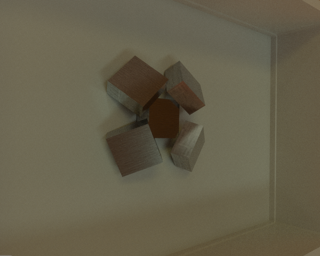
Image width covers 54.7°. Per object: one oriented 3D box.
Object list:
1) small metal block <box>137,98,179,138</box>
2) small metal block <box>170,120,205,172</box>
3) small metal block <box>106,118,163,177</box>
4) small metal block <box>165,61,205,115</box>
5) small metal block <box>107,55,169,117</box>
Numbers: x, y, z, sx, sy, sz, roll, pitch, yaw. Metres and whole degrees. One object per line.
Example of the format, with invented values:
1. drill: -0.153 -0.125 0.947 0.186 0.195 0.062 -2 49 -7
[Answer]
1. small metal block: -0.002 -0.012 0.401 0.050 0.025 0.050 2 89 -40
2. small metal block: 0.039 0.026 0.422 0.050 0.025 0.050 -63 159 -21
3. small metal block: -0.029 0.023 0.364 0.050 0.025 0.050 -20 107 0
4. small metal block: 0.033 -0.054 0.416 0.050 0.025 0.050 42 27 -32
5. small metal block: -0.026 -0.049 0.365 0.050 0.025 0.050 37 62 7
